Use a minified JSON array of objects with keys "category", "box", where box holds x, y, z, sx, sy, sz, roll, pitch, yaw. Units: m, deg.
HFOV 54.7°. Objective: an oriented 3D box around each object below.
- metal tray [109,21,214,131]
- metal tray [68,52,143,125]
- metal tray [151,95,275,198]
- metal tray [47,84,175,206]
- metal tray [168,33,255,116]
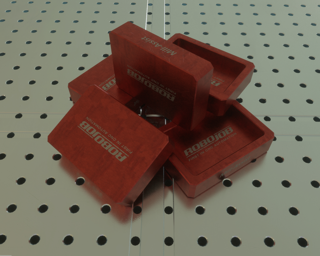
[{"category":"metal tray","box":[-0.002,-0.063,0.378,0.130,0.089,0.030,33,58,24]},{"category":"metal tray","box":[-0.056,-0.068,0.460,0.090,0.030,0.131,32,56,23]},{"category":"metal tray","box":[0.064,0.017,0.389,0.131,0.030,0.090,-27,55,-21]},{"category":"metal tray","box":[-0.059,0.017,0.365,0.130,0.030,0.090,35,83,25]},{"category":"metal tray","box":[0.052,-0.079,0.432,0.130,0.030,0.090,29,56,22]}]
